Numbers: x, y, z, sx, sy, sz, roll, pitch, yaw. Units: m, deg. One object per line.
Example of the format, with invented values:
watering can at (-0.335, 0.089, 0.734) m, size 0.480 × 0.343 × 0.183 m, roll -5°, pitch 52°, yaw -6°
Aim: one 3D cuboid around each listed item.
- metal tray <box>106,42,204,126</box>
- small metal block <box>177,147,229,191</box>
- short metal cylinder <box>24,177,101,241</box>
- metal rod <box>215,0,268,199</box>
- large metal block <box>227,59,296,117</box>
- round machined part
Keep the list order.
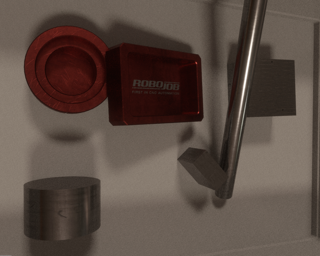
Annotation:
metal tray at (-0.001, -0.050, 0.384) m, size 0.131 × 0.030 × 0.089 m, roll -4°, pitch 92°, yaw -41°
small metal block at (0.057, 0.054, 0.420) m, size 0.025 × 0.050 × 0.050 m, roll -44°, pitch 104°, yaw -15°
short metal cylinder at (-0.107, 0.085, 0.343) m, size 0.081 × 0.080 × 0.050 m, roll 0°, pitch 90°, yaw -20°
metal rod at (0.100, -0.040, 0.388) m, size 0.025 × 0.025 × 0.298 m, roll -6°, pitch 115°, yaw -20°
large metal block at (0.148, -0.056, 0.454) m, size 0.081 × 0.050 × 0.079 m, roll -3°, pitch 91°, yaw -20°
round machined part at (-0.105, -0.065, 0.363) m, size 0.099 × 0.042 × 0.097 m, roll 0°, pitch 90°, yaw -20°
